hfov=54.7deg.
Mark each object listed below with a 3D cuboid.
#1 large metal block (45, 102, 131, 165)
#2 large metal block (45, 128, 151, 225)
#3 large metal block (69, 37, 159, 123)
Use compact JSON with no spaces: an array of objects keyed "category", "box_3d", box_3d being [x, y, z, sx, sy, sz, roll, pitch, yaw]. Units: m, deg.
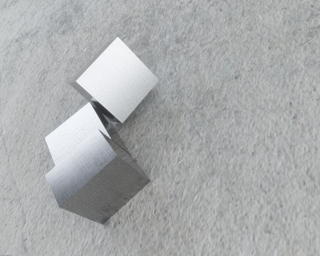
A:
[{"category":"large metal block","box_3d":[-0.099,0.025,0.423,0.080,0.050,0.080,-39,51,2]},{"category":"large metal block","box_3d":[-0.071,0.060,0.367,0.080,0.080,0.050,-43,51,-1]},{"category":"large metal block","box_3d":[-0.063,-0.064,0.427,0.080,0.080,0.050,-51,23,-14]}]
